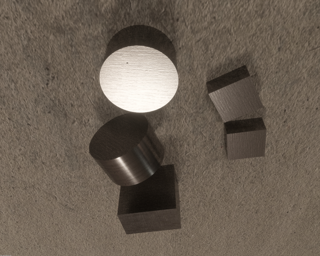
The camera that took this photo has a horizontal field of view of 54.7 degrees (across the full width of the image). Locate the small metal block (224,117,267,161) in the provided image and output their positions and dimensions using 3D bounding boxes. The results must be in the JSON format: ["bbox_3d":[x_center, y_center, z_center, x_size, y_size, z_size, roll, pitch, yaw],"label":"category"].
[{"bbox_3d":[0.115,0.015,0.422,0.050,0.025,0.050,-7,130,5],"label":"small metal block"}]

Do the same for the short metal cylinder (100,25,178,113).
[{"bbox_3d":[-0.021,-0.064,0.336,0.081,0.050,0.079,0,130,0],"label":"short metal cylinder"}]

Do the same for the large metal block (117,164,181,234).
[{"bbox_3d":[-0.014,0.105,0.460,0.080,0.080,0.050,-8,130,6],"label":"large metal block"}]

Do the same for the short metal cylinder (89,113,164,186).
[{"bbox_3d":[-0.041,0.026,0.393,0.080,0.080,0.050,-18,128,14],"label":"short metal cylinder"}]

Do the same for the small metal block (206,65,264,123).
[{"bbox_3d":[0.090,-0.040,0.374,0.050,0.025,0.050,-23,127,18],"label":"small metal block"}]
